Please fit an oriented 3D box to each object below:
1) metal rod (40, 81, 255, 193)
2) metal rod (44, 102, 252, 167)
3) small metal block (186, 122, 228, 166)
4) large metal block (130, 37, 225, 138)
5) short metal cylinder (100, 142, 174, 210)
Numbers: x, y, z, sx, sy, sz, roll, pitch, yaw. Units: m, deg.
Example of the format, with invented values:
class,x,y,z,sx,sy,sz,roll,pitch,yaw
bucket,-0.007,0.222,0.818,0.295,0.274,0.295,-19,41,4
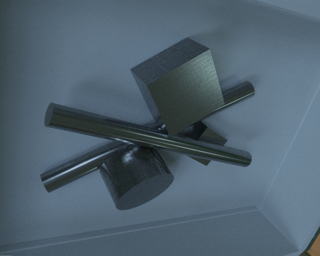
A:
class,x,y,z,sx,sy,sz,roll,pitch,yaw
metal rod,-0.005,0.005,0.408,0.302,0.025,0.025,-25,128,-14
metal rod,0.011,0.017,0.392,0.302,0.025,0.025,14,111,-34
small metal block,0.063,0.022,0.454,0.050,0.025,0.050,30,102,-38
large metal block,0.023,-0.049,0.374,0.080,0.050,0.080,-31,129,-8
short metal cylinder,-0.029,0.061,0.396,0.081,0.050,0.080,-25,152,-14
